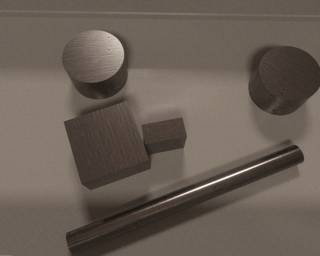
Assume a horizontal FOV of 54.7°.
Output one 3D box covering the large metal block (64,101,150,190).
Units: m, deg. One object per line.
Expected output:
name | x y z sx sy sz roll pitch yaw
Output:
large metal block | -0.064 0.023 0.387 0.081 0.050 0.080 -19 71 -7

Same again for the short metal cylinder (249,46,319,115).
short metal cylinder | 0.168 -0.063 0.422 0.081 0.050 0.080 0 70 0

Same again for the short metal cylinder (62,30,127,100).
short metal cylinder | -0.087 -0.086 0.427 0.081 0.050 0.080 0 70 0

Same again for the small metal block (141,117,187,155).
small metal block | 0.005 0.011 0.392 0.050 0.050 0.025 -11 71 -4

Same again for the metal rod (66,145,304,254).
metal rod | 0.037 0.083 0.379 0.302 0.025 0.025 -20 72 -8
